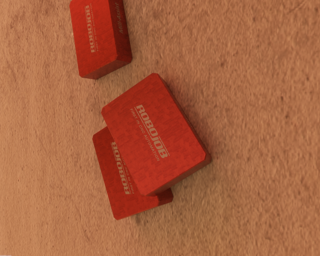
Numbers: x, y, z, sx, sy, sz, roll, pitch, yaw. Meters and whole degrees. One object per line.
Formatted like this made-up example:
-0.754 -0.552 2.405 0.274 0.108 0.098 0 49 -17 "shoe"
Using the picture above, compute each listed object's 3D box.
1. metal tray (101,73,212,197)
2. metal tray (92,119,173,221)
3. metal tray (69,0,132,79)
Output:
-0.008 0.007 0.385 0.090 0.030 0.130 -33 68 10 "metal tray"
-0.042 0.053 0.434 0.090 0.030 0.129 -29 72 35 "metal tray"
-0.093 -0.150 0.476 0.090 0.030 0.129 -16 80 38 "metal tray"
